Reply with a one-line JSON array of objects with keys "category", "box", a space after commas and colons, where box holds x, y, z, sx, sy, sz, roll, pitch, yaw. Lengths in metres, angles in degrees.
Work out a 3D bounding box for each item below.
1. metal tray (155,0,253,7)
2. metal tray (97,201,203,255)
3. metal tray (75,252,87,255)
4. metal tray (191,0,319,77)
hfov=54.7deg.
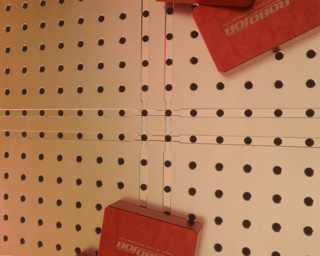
[{"category": "metal tray", "box": [0.055, -0.196, 0.368, 0.130, 0.030, 0.090, 16, 83, 29]}, {"category": "metal tray", "box": [-0.016, 0.159, 0.415, 0.130, 0.030, 0.089, 10, 93, 19]}, {"category": "metal tray", "box": [-0.107, 0.261, 0.446, 0.090, 0.030, 0.129, 20, 96, 18]}, {"category": "metal tray", "box": [0.115, -0.131, 0.369, 0.130, 0.030, 0.090, -25, 82, 17]}]
